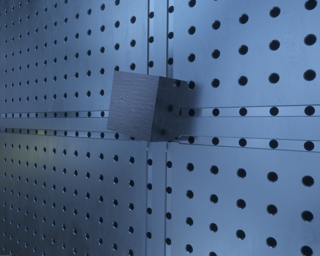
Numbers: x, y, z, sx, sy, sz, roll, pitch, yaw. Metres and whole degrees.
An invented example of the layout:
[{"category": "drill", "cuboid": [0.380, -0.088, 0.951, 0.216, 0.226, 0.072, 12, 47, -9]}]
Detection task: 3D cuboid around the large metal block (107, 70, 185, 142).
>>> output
[{"category": "large metal block", "cuboid": [-0.020, -0.030, 0.411, 0.080, 0.050, 0.080, 15, 99, 39]}]
